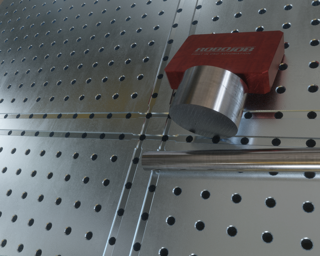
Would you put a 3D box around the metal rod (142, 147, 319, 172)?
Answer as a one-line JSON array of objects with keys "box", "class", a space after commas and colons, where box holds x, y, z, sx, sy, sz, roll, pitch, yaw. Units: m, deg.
[{"box": [0.118, 0.034, 0.325, 0.301, 0.025, 0.025, -3, 60, 26], "class": "metal rod"}]

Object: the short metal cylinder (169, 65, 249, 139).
[{"box": [0.057, -0.028, 0.360, 0.080, 0.080, 0.050, 8, 66, 31], "class": "short metal cylinder"}]

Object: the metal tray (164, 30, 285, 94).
[{"box": [0.083, -0.086, 0.398, 0.130, 0.030, 0.090, 7, 48, 31], "class": "metal tray"}]
